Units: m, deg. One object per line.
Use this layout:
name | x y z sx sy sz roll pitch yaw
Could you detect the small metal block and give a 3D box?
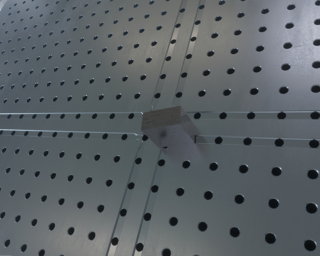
small metal block | 0.011 0.000 0.387 0.050 0.050 0.025 -10 58 23
